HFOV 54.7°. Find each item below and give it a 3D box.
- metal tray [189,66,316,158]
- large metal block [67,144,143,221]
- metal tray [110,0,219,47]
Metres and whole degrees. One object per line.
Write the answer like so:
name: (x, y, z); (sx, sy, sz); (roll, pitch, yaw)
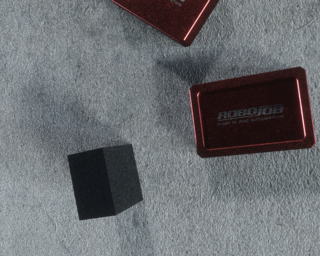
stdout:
metal tray: (0.106, -0.015, 0.368); (0.130, 0.030, 0.089); (-8, 87, 19)
large metal block: (-0.068, 0.067, 0.404); (0.050, 0.080, 0.080); (-13, 86, 19)
metal tray: (0.006, -0.177, 0.404); (0.130, 0.030, 0.090); (36, 101, 16)
